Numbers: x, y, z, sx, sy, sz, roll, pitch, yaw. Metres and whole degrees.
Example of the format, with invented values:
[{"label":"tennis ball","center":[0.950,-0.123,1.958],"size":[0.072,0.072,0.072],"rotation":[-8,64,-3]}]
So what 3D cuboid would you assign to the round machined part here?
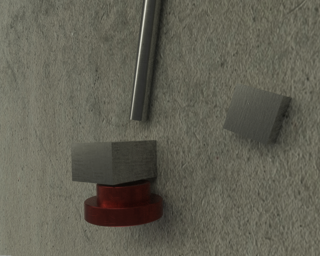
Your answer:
[{"label":"round machined part","center":[-0.046,0.090,0.393],"size":[0.098,0.099,0.042],"rotation":[-2,89,39]}]

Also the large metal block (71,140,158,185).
[{"label":"large metal block","center":[-0.061,0.043,0.417],"size":[0.080,0.081,0.050],"rotation":[-4,88,39]}]

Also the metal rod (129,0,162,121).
[{"label":"metal rod","center":[-0.012,-0.158,0.412],"size":[0.025,0.025,0.298],"rotation":[12,98,39]}]

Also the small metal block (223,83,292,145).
[{"label":"small metal block","center":[0.100,-0.015,0.322],"size":[0.050,0.025,0.050],"rotation":[24,105,37]}]
